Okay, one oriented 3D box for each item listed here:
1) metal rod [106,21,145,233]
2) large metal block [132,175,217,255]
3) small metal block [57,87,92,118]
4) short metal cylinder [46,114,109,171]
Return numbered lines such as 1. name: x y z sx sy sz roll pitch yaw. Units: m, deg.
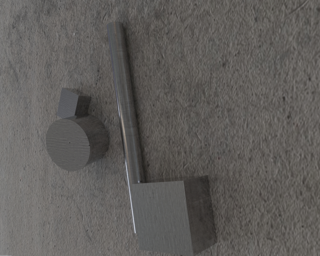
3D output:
1. metal rod: -0.045 -0.006 0.441 0.025 0.025 0.298 -14 81 39
2. large metal block: 0.016 0.103 0.375 0.080 0.050 0.080 -12 82 39
3. small metal block: -0.147 -0.037 0.526 0.050 0.025 0.050 25 106 37
4. short metal cylinder: -0.126 0.021 0.478 0.080 0.050 0.079 5 103 22
